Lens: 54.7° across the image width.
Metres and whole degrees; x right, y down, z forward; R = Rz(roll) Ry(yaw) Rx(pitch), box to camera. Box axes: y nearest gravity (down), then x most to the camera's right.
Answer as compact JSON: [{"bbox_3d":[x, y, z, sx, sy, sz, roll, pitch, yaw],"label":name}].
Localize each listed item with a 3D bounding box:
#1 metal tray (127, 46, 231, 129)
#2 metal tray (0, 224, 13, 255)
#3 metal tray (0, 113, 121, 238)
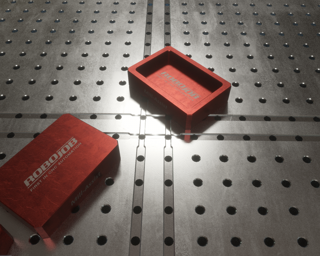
[{"bbox_3d":[0.026,-0.065,0.458,0.091,0.030,0.130,-36,59,-27],"label":"metal tray"},{"bbox_3d":[-0.208,0.146,0.278,0.090,0.030,0.130,8,50,6],"label":"metal tray"},{"bbox_3d":[-0.121,0.048,0.362,0.090,0.030,0.131,27,55,20],"label":"metal tray"}]
